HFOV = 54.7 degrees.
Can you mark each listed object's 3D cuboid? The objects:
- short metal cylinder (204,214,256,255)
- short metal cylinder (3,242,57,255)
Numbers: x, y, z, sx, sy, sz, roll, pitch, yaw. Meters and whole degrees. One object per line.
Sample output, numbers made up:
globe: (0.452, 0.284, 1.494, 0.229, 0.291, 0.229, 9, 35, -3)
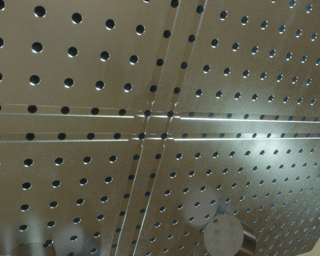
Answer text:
short metal cylinder: (0.129, 0.206, 0.573, 0.080, 0.080, 0.050, -48, 129, 5)
short metal cylinder: (-0.179, 0.206, 0.424, 0.081, 0.050, 0.079, -14, 124, -21)
